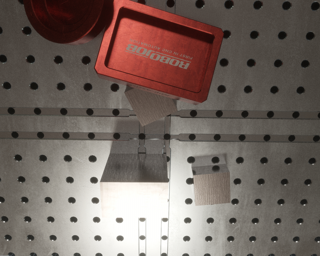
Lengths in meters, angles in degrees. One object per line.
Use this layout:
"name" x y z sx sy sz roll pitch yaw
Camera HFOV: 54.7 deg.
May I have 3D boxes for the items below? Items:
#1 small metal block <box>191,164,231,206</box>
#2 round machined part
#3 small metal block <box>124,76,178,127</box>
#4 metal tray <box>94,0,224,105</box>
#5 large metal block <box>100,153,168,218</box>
"small metal block" 0.073 0.082 0.445 0.050 0.025 0.050 -6 110 1
"round machined part" -0.095 -0.141 0.340 0.098 0.042 0.097 3 100 18
"small metal block" -0.011 -0.037 0.400 0.050 0.025 0.050 -24 109 8
"metal tray" -0.001 -0.087 0.361 0.131 0.030 0.090 15 87 -6
"large metal block" -0.031 0.074 0.411 0.081 0.080 0.050 1 110 -1
